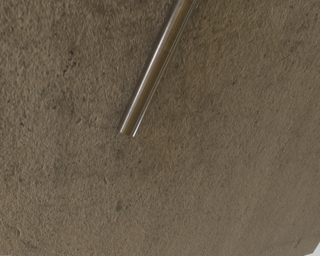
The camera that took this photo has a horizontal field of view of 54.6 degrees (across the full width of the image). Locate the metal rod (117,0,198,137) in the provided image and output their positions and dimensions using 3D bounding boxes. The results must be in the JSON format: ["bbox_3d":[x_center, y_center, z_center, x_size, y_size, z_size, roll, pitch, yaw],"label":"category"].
[{"bbox_3d":[0.021,-0.124,0.340,0.025,0.025,0.298,14,111,-34],"label":"metal rod"}]
